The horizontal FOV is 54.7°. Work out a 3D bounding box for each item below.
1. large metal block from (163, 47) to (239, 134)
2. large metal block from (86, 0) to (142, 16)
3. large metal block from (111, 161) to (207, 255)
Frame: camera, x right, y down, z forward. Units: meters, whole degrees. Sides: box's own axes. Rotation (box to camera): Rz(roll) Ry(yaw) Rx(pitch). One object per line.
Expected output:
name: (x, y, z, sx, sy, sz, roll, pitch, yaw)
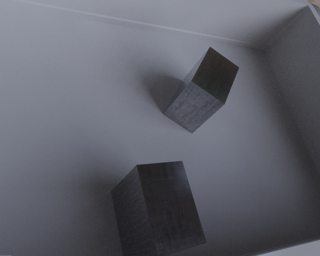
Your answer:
large metal block: (0.057, -0.052, 0.432, 0.050, 0.080, 0.080, 34, 51, -6)
large metal block: (-0.075, -0.234, 0.494, 0.081, 0.050, 0.080, 0, 62, -28)
large metal block: (-0.007, 0.087, 0.313, 0.050, 0.080, 0.080, -1, 63, -29)
